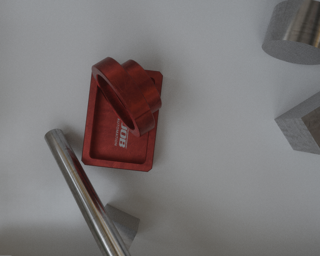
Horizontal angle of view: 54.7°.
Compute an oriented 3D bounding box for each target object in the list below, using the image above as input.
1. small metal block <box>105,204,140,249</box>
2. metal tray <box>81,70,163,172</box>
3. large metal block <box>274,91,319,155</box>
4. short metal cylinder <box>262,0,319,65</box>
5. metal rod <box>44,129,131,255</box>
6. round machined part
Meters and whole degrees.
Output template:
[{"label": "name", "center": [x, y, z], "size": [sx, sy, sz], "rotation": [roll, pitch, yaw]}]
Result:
[{"label": "small metal block", "center": [-0.055, 0.126, 0.398], "size": [0.050, 0.050, 0.025], "rotation": [25, 90, -1]}, {"label": "metal tray", "center": [-0.048, -0.013, 0.408], "size": [0.091, 0.030, 0.129], "rotation": [7, 90, -1]}, {"label": "large metal block", "center": [0.205, -0.011, 0.387], "size": [0.080, 0.080, 0.050], "rotation": [-32, 90, 0]}, {"label": "short metal cylinder", "center": [0.175, -0.117, 0.386], "size": [0.080, 0.080, 0.050], "rotation": [18, 90, -1]}, {"label": "metal rod", "center": [-0.061, 0.112, 0.338], "size": [0.025, 0.025, 0.300], "rotation": [-38, 60, 0]}, {"label": "round machined part", "center": [-0.034, -0.041, 0.363], "size": [0.042, 0.098, 0.098], "rotation": [-35, 91, -14]}]
